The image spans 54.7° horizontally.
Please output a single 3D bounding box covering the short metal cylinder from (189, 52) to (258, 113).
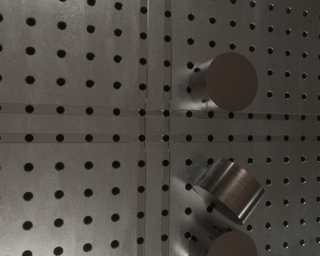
[{"bbox_3d":[0.088,-0.061,0.433,0.081,0.050,0.079,0,90,-20],"label":"short metal cylinder"}]

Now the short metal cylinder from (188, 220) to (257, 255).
[{"bbox_3d":[0.087,0.176,0.433,0.081,0.050,0.079,0,90,-21],"label":"short metal cylinder"}]

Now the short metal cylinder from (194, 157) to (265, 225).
[{"bbox_3d":[0.093,0.085,0.419,0.080,0.080,0.050,45,76,-15],"label":"short metal cylinder"}]
